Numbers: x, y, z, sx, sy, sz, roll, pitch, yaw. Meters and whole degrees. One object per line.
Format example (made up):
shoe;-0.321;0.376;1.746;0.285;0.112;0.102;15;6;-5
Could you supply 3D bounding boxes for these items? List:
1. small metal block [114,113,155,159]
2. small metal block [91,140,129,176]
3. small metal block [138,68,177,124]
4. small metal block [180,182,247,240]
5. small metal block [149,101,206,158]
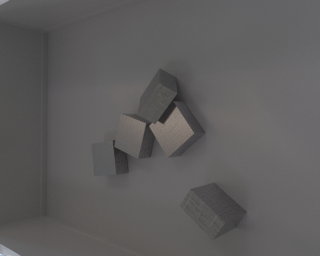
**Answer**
small metal block;-0.034;0.010;0.435;0.050;0.025;0.050;22;104;38
small metal block;-0.076;0.046;0.470;0.050;0.025;0.050;-11;83;39
small metal block;-0.003;-0.041;0.392;0.050;0.025;0.050;-54;17;26
small metal block;0.059;0.090;0.342;0.050;0.050;0.025;42;115;32
small metal block;0.021;0.002;0.390;0.050;0.025;0.050;-45;63;30
